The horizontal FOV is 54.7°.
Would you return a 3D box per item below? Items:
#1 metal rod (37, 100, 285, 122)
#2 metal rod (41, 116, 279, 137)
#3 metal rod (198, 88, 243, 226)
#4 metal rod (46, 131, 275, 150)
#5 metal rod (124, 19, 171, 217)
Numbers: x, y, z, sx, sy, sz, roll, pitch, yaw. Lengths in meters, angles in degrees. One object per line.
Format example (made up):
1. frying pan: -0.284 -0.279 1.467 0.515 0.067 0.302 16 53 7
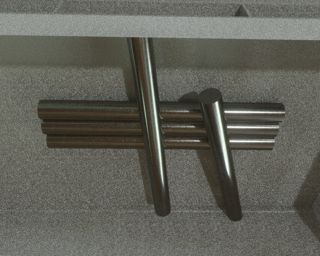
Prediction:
1. metal rod: 0.003 -0.021 0.389 0.302 0.025 0.025 1 130 -1
2. metal rod: 0.001 -0.002 0.405 0.302 0.025 0.025 1 130 -1
3. metal rod: 0.093 0.063 0.436 0.025 0.025 0.299 -12 136 10
4. metal rod: 0.002 0.017 0.422 0.302 0.025 0.025 1 130 -1
5. metal rod: -0.008 0.015 0.387 0.025 0.025 0.298 -4 130 3
